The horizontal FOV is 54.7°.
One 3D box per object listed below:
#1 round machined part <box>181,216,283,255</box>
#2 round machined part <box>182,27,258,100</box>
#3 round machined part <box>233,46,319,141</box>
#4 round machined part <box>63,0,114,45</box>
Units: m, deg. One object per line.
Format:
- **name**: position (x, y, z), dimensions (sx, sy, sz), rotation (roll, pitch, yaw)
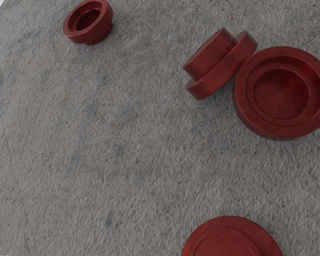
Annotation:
- **round machined part**: position (0.063, 0.129, 0.281), dimensions (0.098, 0.042, 0.098), rotation (-13, 56, 21)
- **round machined part**: position (0.066, -0.082, 0.375), dimensions (0.098, 0.042, 0.098), rotation (-45, 9, 9)
- **round machined part**: position (0.127, -0.033, 0.331), dimensions (0.099, 0.042, 0.098), rotation (-1, 77, 4)
- **round machined part**: position (-0.129, -0.195, 0.580), dimensions (0.098, 0.042, 0.098), rotation (-13, 56, 21)
